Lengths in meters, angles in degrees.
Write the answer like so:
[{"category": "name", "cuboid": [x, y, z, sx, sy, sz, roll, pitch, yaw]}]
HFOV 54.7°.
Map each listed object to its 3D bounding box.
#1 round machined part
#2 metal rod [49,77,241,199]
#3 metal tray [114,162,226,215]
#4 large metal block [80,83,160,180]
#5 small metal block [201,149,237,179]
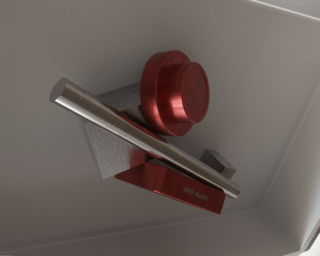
[{"category": "round machined part", "cuboid": [0.023, -0.039, 0.352, 0.099, 0.042, 0.097, -2, 93, -57]}, {"category": "metal rod", "cuboid": [0.009, 0.030, 0.365, 0.301, 0.025, 0.025, 33, 100, -39]}, {"category": "metal tray", "cuboid": [0.016, 0.079, 0.419, 0.131, 0.090, 0.030, 29, 75, -39]}, {"category": "large metal block", "cuboid": [-0.046, 0.002, 0.368, 0.081, 0.050, 0.079, -21, 127, -17]}, {"category": "small metal block", "cuboid": [0.083, 0.069, 0.481, 0.025, 0.050, 0.050, 16, 110, -35]}]
